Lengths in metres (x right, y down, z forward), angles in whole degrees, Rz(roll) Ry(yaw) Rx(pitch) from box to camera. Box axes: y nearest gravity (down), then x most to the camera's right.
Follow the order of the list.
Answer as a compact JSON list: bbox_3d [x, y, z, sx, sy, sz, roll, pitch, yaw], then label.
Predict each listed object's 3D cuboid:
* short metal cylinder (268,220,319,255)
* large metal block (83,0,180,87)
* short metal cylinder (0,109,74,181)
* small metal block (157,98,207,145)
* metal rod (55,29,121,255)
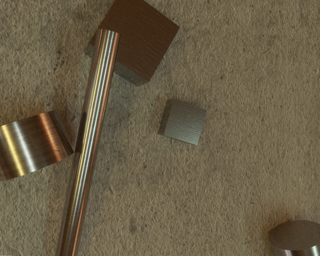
[{"bbox_3d":[0.209,0.180,0.459,0.081,0.080,0.050,-21,97,-19],"label":"short metal cylinder"},{"bbox_3d":[-0.036,-0.109,0.383,0.080,0.050,0.080,31,80,-18],"label":"large metal block"},{"bbox_3d":[-0.139,0.017,0.329,0.081,0.080,0.050,-21,97,-19],"label":"short metal cylinder"},{"bbox_3d":[0.030,-0.008,0.421,0.050,0.025,0.050,18,84,-20],"label":"small metal block"},{"bbox_3d":[-0.086,0.042,0.349,0.025,0.025,0.298,10,97,-20],"label":"metal rod"}]
